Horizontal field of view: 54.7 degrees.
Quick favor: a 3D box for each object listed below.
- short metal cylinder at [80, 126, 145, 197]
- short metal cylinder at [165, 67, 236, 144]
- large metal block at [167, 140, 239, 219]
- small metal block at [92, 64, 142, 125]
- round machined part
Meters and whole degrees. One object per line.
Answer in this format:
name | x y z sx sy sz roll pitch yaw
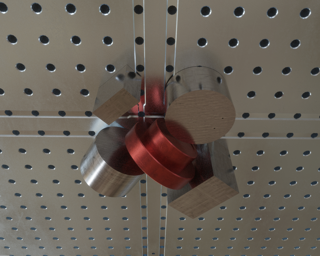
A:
short metal cylinder | -0.058 0.044 0.412 0.080 0.080 0.050 25 126 -20
short metal cylinder | 0.046 -0.026 0.373 0.081 0.050 0.079 0 130 0
large metal block | 0.056 0.067 0.434 0.050 0.080 0.080 36 121 -27
small metal block | -0.049 -0.039 0.361 0.050 0.050 0.025 -34 122 25
round machined part | 0.008 0.025 0.386 0.098 0.098 0.042 34 110 -26
